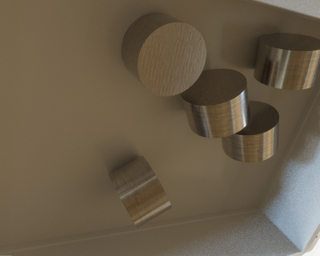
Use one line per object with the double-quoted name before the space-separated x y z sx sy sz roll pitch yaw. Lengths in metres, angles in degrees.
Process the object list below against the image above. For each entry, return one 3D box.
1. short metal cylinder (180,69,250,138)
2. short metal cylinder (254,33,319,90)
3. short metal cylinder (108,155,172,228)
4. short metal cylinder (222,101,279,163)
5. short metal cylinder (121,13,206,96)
"short metal cylinder" 0.071 -0.032 0.391 0.080 0.080 0.050 -27 128 -11
"short metal cylinder" 0.169 -0.090 0.409 0.081 0.080 0.050 -14 124 -21
"short metal cylinder" -0.027 0.083 0.410 0.050 0.080 0.080 -29 128 -10
"short metal cylinder" 0.128 0.004 0.445 0.080 0.080 0.050 -25 127 -13
"short metal cylinder" 0.004 -0.082 0.344 0.081 0.050 0.079 -14 124 -21
